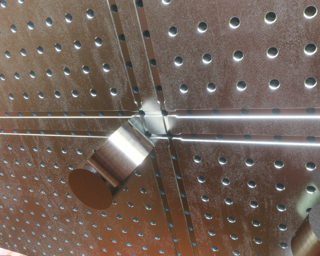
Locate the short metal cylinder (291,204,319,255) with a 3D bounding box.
[{"bbox_3d":[0.200,0.134,0.353,0.080,0.080,0.050,22,126,15],"label":"short metal cylinder"}]

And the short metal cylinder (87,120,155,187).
[{"bbox_3d":[-0.052,0.034,0.423,0.050,0.080,0.080,44,129,-3],"label":"short metal cylinder"}]

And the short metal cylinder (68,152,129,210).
[{"bbox_3d":[-0.097,0.083,0.496,0.080,0.050,0.079,13,124,20],"label":"short metal cylinder"}]
